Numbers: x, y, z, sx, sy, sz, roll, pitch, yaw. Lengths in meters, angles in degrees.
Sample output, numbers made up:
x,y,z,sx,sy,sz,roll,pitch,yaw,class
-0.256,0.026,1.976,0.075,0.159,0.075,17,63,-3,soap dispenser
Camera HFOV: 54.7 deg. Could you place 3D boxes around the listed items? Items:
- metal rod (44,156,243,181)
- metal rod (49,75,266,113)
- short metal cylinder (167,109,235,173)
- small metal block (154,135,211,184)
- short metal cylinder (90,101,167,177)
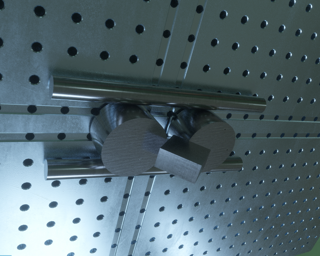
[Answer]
x,y,z,sx,sy,sz,roll,pitch,yaw,class
-0.003,0.054,0.439,0.303,0.025,0.025,2,118,-30,metal rod
0.019,-0.038,0.394,0.303,0.025,0.025,2,118,-29,metal rod
0.057,0.015,0.431,0.081,0.050,0.079,-14,124,-21,short metal cylinder
0.028,0.036,0.368,0.050,0.050,0.025,-40,149,-64,small metal block
-0.039,0.012,0.377,0.081,0.050,0.079,-14,124,-21,short metal cylinder
